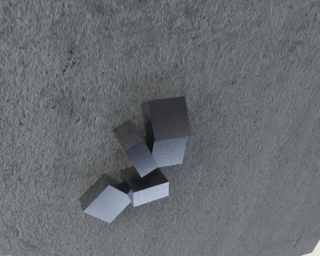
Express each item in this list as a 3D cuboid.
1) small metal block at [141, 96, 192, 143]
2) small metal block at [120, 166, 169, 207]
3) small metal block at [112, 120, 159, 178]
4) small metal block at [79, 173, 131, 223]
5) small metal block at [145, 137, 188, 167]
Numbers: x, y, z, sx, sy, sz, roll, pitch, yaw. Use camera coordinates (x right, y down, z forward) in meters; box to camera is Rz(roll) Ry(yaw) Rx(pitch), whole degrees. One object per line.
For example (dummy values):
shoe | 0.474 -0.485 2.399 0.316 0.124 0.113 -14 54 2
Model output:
small metal block | 0.008 -0.011 0.389 0.050 0.025 0.050 -9 89 -24
small metal block | -0.022 0.075 0.425 0.050 0.050 0.025 -13 124 -22
small metal block | -0.031 0.026 0.389 0.025 0.050 0.050 -32 129 -8
small metal block | -0.073 0.098 0.427 0.050 0.025 0.050 -46 129 4
small metal block | 0.007 0.025 0.426 0.050 0.025 0.050 -6 121 -26
